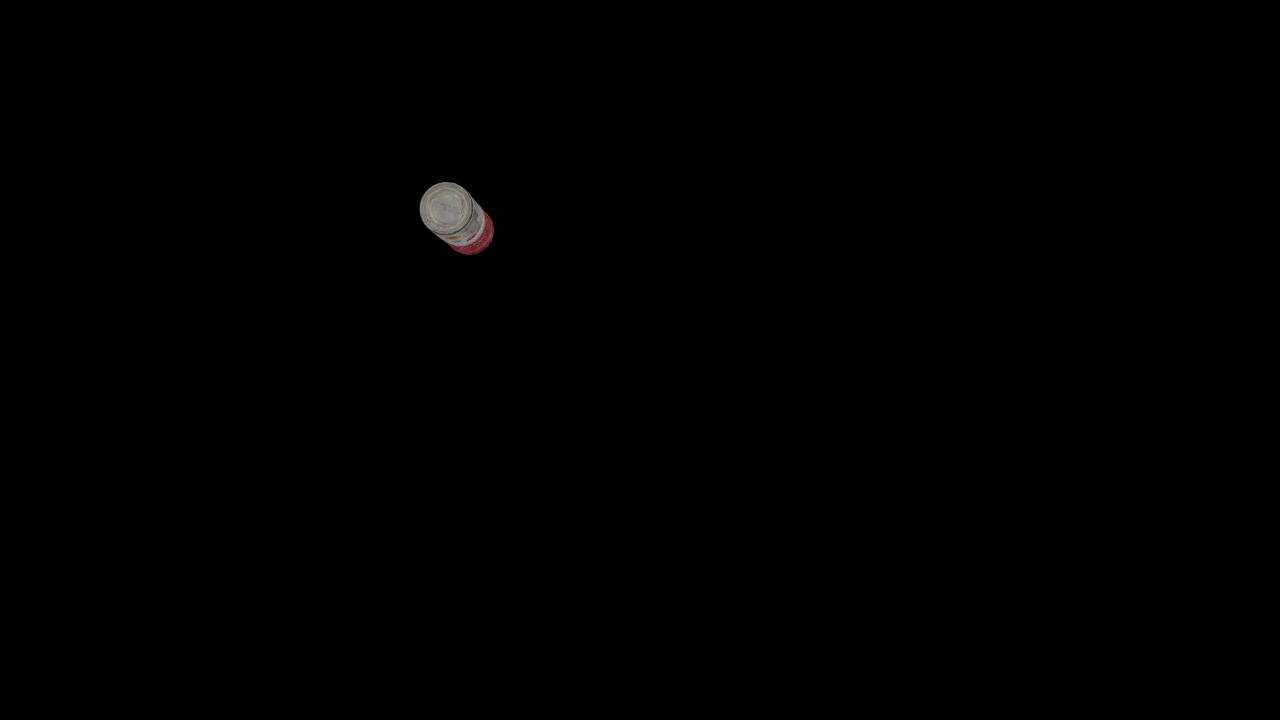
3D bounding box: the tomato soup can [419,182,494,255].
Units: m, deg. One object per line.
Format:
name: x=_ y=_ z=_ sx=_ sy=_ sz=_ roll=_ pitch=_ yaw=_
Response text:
tomato soup can: x=-0.233 y=-0.179 z=0.790 sx=0.068 sy=0.068 sz=0.101 roll=0 pitch=-4 yaw=1
